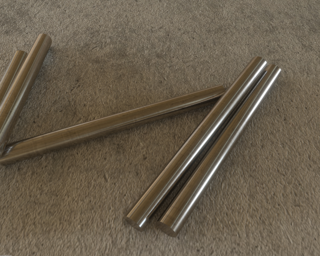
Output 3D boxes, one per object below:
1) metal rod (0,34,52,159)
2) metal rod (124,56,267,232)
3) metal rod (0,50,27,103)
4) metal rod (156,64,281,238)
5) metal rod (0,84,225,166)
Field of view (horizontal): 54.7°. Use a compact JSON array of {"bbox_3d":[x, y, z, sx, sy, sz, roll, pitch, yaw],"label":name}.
[{"bbox_3d":[-0.192,-0.046,0.419,0.025,0.025,0.300,-1,44,-1],"label":"metal rod"},{"bbox_3d":[0.060,0.001,0.392,0.025,0.025,0.301,29,59,22],"label":"metal rod"},{"bbox_3d":[-0.222,0.000,0.401,0.025,0.025,0.300,0,50,0],"label":"metal rod"},{"bbox_3d":[0.090,0.008,0.396,0.025,0.025,0.301,27,55,21],"label":"metal rod"},{"bbox_3d":[-0.052,-0.008,0.409,0.302,0.025,0.025,-17,52,-14],"label":"metal rod"}]
